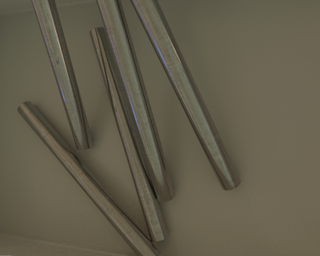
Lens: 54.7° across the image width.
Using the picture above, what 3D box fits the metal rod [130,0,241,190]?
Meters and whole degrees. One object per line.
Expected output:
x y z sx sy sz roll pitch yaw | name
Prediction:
0.021 -0.058 0.339 0.025 0.025 0.299 -22 107 19 | metal rod

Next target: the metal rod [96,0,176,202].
-0.029 -0.045 0.359 0.025 0.025 0.298 -8 111 20 | metal rod

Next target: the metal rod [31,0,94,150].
-0.127 -0.103 0.378 0.025 0.025 0.298 4 122 20 | metal rod

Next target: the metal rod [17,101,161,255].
-0.110 0.068 0.441 0.300 0.025 0.025 45 104 17 | metal rod

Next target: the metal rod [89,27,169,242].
-0.044 0.004 0.425 0.025 0.025 0.299 -19 84 19 | metal rod
